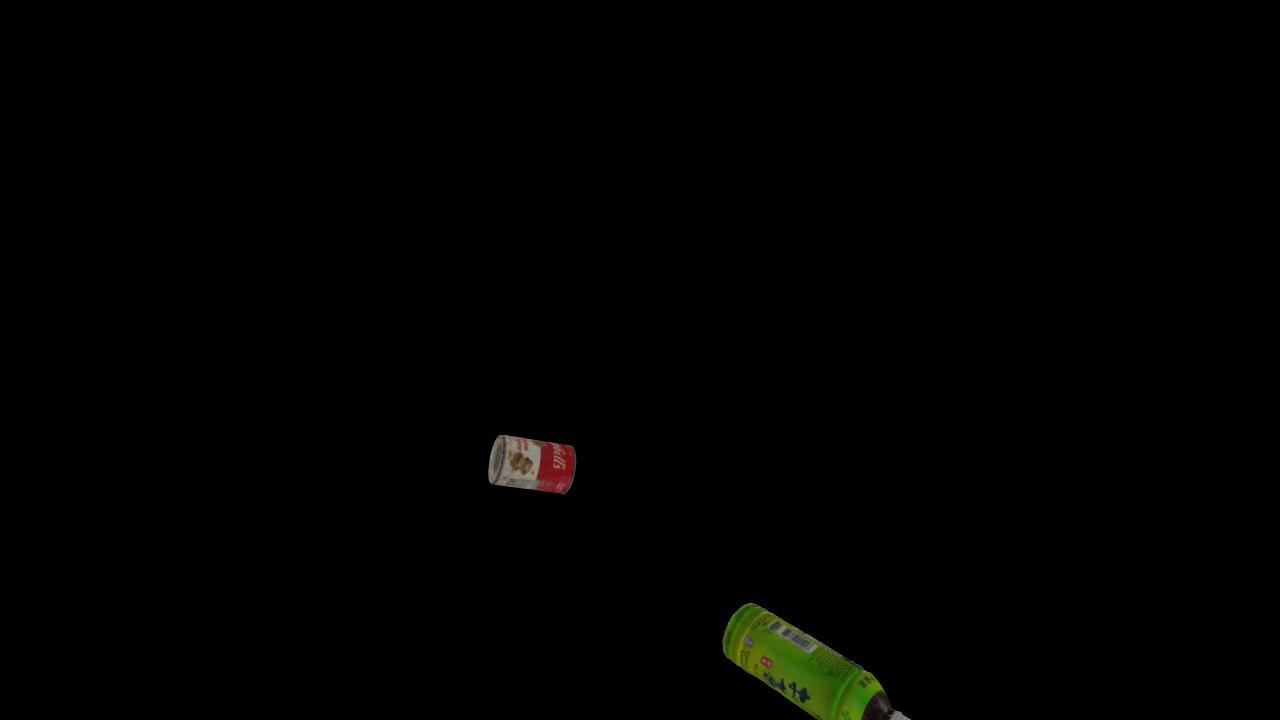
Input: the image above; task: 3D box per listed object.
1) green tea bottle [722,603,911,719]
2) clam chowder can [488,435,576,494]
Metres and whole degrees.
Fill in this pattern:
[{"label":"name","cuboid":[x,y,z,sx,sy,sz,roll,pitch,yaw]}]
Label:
[{"label":"green tea bottle","cuboid":[0.186,0.333,0.644,0.073,0.073,0.212,0,9,-42]},{"label":"clam chowder can","cuboid":[-0.145,0.141,0.828,0.102,0.068,0.068,13,-5,-24]}]
